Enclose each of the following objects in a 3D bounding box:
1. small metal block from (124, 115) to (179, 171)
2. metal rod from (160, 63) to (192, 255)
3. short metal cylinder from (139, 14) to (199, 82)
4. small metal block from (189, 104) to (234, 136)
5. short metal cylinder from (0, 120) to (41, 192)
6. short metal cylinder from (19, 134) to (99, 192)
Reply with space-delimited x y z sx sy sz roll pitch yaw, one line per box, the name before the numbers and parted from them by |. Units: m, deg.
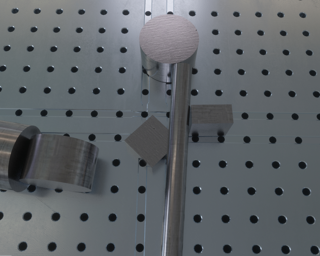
small metal block | -0.010 0.020 0.404 0.050 0.025 0.050 -43 76 -14
metal rod | 0.019 0.066 0.368 0.025 0.025 0.299 4 77 1
short metal cylinder | 0.012 -0.112 0.439 0.081 0.050 0.080 0 69 0
small metal block | 0.064 -0.009 0.402 0.050 0.050 0.025 -1 71 -1
short metal cylinder | -0.183 0.032 0.369 0.050 0.080 0.080 10 70 3
short metal cylinder | -0.117 0.044 0.366 0.080 0.080 0.050 6 70 2
